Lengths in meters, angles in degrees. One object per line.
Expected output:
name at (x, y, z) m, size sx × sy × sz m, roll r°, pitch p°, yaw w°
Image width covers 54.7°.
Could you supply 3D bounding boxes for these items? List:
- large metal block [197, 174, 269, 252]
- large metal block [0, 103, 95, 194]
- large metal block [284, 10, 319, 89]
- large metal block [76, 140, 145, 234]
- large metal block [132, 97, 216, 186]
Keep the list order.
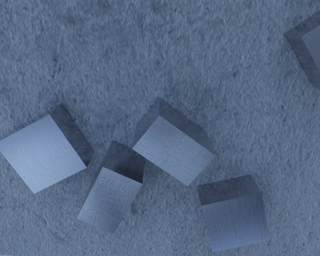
large metal block at (0.103, 0.121, 0.443) m, size 0.080 × 0.050 × 0.080 m, roll -13°, pitch 110°, yaw 4°
large metal block at (-0.146, 0.026, 0.404) m, size 0.080 × 0.050 × 0.080 m, roll -27°, pitch 108°, yaw 9°
large metal block at (0.209, -0.099, 0.363) m, size 0.080 × 0.050 × 0.080 m, roll -34°, pitch 107°, yaw 11°
large metal block at (-0.061, 0.074, 0.407) m, size 0.050 × 0.080 × 0.080 m, roll 26°, pitch 108°, yaw -10°
large metal block at (0.016, 0.014, 0.386) m, size 0.080 × 0.080 × 0.050 m, roll 36°, pitch 106°, yaw -13°
